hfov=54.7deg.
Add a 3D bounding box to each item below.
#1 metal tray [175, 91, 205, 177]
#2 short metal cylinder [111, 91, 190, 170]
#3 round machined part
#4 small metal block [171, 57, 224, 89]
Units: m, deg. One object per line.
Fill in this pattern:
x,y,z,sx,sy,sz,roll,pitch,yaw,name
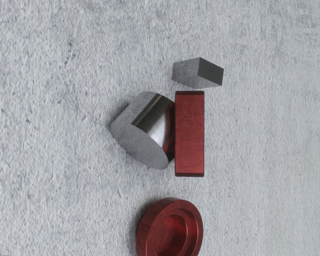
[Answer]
0.037,0.006,0.381,0.130,0.030,0.089,-1,91,-84,metal tray
-0.010,0.004,0.362,0.050,0.080,0.080,-52,121,-27,short metal cylinder
0.008,0.139,0.403,0.099,0.042,0.097,0,90,-40,round machined part
0.053,-0.075,0.435,0.050,0.050,0.025,14,81,-40,small metal block
